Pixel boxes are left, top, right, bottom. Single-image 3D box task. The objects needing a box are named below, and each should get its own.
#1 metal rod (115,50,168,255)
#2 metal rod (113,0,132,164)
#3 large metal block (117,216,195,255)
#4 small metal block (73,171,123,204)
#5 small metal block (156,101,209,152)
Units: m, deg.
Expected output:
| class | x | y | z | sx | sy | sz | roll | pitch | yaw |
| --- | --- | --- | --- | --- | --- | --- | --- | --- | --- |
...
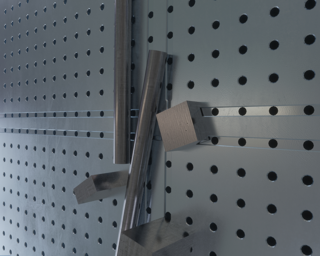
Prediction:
| class | x | y | z | sx | sy | sz | roll | pitch | yaw |
| --- | --- | --- | --- | --- | --- | --- | --- | --- | --- |
| metal rod | -0.028 | 0.044 | 0.432 | 0.025 | 0.025 | 0.298 | 17 | 101 | 39 |
| metal rod | -0.055 | -0.098 | 0.454 | 0.025 | 0.025 | 0.298 | 1 | 91 | 40 |
| large metal block | -0.008 | 0.165 | 0.380 | 0.050 | 0.081 | 0.079 | 17 | 101 | 39 |
| small metal block | -0.094 | 0.091 | 0.471 | 0.050 | 0.050 | 0.025 | -37 | 67 | 34 |
| small metal block | 0.027 | -0.001 | 0.387 | 0.050 | 0.025 | 0.050 | -23 | 76 | 37 |
